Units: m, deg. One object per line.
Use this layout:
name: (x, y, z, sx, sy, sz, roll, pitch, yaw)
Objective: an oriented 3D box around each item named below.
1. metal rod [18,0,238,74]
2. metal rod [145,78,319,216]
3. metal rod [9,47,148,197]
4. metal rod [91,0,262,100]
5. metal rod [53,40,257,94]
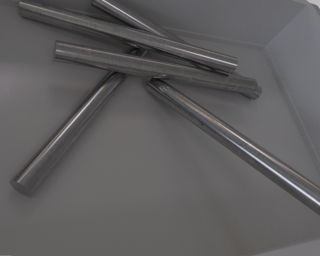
metal rod: (-0.036, -0.126, 0.431, 0.302, 0.025, 0.025, 13, 56, -10)
metal rod: (0.091, 0.018, 0.367, 0.025, 0.025, 0.300, -26, 52, -37)
metal rod: (-0.074, -0.043, 0.391, 0.025, 0.025, 0.301, 35, 51, -5)
metal rod: (0.039, -0.118, 0.474, 0.302, 0.025, 0.025, 25, 53, -22)
metal rod: (0.012, -0.078, 0.427, 0.302, 0.025, 0.025, 5, 60, -27)
